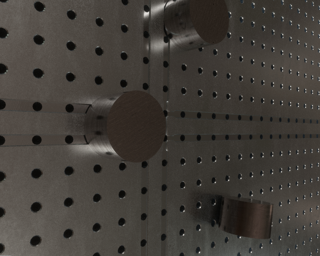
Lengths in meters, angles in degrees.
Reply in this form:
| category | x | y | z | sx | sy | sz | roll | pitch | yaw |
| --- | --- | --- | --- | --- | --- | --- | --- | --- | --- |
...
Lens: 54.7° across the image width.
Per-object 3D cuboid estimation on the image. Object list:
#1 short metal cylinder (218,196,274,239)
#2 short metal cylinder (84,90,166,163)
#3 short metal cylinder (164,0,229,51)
| category | x | y | z | sx | sy | sz | roll | pitch | yaw |
| --- | --- | --- | --- | --- | --- | --- | --- | --- | --- |
| short metal cylinder | 0.136 | 0.139 | 0.491 | 0.081 | 0.080 | 0.050 | 14 | 82 | -40 |
| short metal cylinder | -0.040 | -0.002 | 0.361 | 0.081 | 0.050 | 0.079 | 0 | 90 | -40 |
| short metal cylinder | 0.052 | -0.154 | 0.439 | 0.081 | 0.050 | 0.079 | 0 | 90 | -40 |
